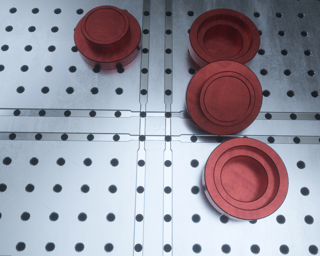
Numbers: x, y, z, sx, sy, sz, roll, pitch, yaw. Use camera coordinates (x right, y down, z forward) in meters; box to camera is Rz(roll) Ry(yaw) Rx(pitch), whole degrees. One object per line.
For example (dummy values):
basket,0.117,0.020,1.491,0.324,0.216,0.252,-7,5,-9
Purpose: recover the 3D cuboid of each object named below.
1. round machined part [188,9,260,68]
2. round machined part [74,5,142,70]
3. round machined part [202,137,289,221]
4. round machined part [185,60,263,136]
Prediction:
round machined part,0.090,-0.120,0.448,0.099,0.042,0.098,0,70,-1
round machined part,-0.077,-0.138,0.452,0.099,0.042,0.098,0,70,-1
round machined part,0.101,0.064,0.381,0.099,0.042,0.098,0,70,-1
round machined part,0.082,-0.038,0.396,0.099,0.042,0.097,0,98,1
